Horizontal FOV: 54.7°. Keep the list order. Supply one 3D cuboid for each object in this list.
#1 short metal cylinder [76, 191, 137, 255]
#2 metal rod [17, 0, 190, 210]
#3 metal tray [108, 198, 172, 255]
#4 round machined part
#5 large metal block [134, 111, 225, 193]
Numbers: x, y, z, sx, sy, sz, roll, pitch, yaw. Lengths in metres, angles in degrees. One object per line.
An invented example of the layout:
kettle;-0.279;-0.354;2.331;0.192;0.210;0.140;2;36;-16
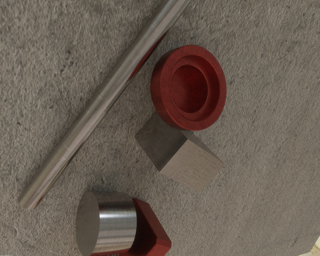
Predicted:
short metal cylinder;-0.073;0.125;0.410;0.050;0.080;0.079;10;113;-33
metal rod;-0.069;-0.026;0.354;0.025;0.025;0.299;32;101;-39
metal tray;-0.051;0.180;0.449;0.030;0.090;0.130;33;100;-39
round machined part;0.029;-0.046;0.368;0.099;0.042;0.097;0;90;-34
large metal block;0.025;0.029;0.404;0.080;0.080;0.050;33;100;-39
